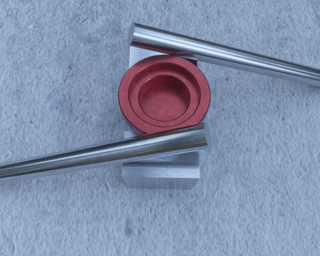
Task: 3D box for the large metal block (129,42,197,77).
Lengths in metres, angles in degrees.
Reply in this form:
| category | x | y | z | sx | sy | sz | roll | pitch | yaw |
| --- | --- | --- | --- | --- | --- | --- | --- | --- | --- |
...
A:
| category | x | y | z | sx | sy | sz | roll | pitch | yaw |
| --- | --- | --- | --- | --- | --- | --- | --- | --- | --- |
| large metal block | 0.004 | -0.072 | 0.406 | 0.081 | 0.080 | 0.050 | 1 | 70 | 0 |

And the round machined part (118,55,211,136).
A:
| category | x | y | z | sx | sy | sz | roll | pitch | yaw |
| --- | --- | --- | --- | --- | --- | --- | --- | --- | --- |
| round machined part | 0.005 | -0.030 | 0.349 | 0.099 | 0.042 | 0.098 | 0 | 70 | -1 |

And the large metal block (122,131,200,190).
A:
| category | x | y | z | sx | sy | sz | roll | pitch | yaw |
| --- | --- | --- | --- | --- | --- | --- | --- | --- | --- |
| large metal block | 0.001 | 0.041 | 0.365 | 0.081 | 0.080 | 0.050 | 1 | 70 | 0 |

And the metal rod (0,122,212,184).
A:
| category | x | y | z | sx | sy | sz | roll | pitch | yaw |
| --- | --- | --- | --- | --- | --- | --- | --- | --- | --- |
| metal rod | -0.094 | 0.035 | 0.336 | 0.301 | 0.025 | 0.025 | -12 | 69 | 19 |

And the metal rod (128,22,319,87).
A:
| category | x | y | z | sx | sy | sz | roll | pitch | yaw |
| --- | --- | --- | --- | --- | --- | --- | --- | --- | --- |
| metal rod | 0.109 | -0.083 | 0.384 | 0.302 | 0.025 | 0.025 | 7 | 69 | -21 |
